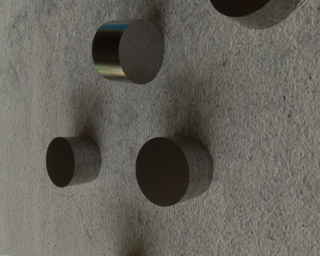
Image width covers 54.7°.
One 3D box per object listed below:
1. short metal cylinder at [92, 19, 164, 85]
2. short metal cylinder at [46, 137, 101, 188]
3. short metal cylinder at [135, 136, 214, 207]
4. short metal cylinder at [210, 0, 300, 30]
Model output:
[{"bbox_3d":[-0.040,-0.099,0.402,0.050,0.081,0.079,14,99,39],"label":"short metal cylinder"},{"bbox_3d":[-0.142,0.053,0.506,0.080,0.050,0.080,0,90,40],"label":"short metal cylinder"},{"bbox_3d":[0.017,0.050,0.375,0.080,0.050,0.080,0,90,40],"label":"short metal cylinder"},{"bbox_3d":[0.095,-0.145,0.310,0.080,0.050,0.080,0,90,40],"label":"short metal cylinder"}]
